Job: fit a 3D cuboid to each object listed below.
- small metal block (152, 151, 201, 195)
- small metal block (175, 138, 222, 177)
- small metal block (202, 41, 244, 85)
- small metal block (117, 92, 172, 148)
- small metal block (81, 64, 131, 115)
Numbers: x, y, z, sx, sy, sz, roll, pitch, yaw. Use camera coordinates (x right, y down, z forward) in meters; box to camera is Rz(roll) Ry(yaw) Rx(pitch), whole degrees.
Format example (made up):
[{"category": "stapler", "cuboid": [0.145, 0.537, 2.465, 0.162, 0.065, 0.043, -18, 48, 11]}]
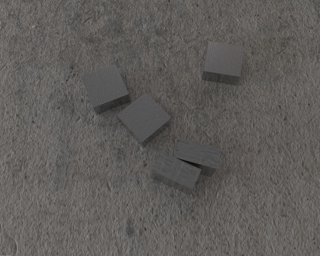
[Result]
[{"category": "small metal block", "cuboid": [0.019, 0.056, 0.374, 0.050, 0.050, 0.025, 24, 72, 8]}, {"category": "small metal block", "cuboid": [0.045, 0.037, 0.381, 0.050, 0.050, 0.025, 15, 71, 5]}, {"category": "small metal block", "cuboid": [0.089, -0.093, 0.442, 0.050, 0.025, 0.050, 10, 70, 3]}, {"category": "small metal block", "cuboid": [-0.021, -0.011, 0.412, 0.050, 0.025, 0.050, -40, 75, -13]}, {"category": "small metal block", "cuboid": [-0.074, -0.053, 0.427, 0.050, 0.025, 0.050, -22, 72, -8]}]
